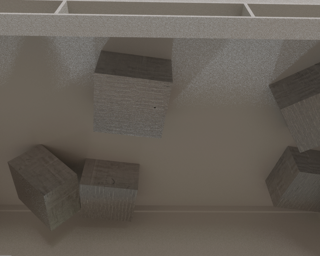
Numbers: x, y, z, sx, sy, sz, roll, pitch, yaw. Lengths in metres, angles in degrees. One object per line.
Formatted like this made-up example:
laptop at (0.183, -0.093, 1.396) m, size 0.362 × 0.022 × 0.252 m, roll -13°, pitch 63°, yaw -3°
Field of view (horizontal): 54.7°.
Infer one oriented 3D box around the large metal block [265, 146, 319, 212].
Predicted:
large metal block at (0.217, 0.078, 0.461) m, size 0.081 × 0.050 × 0.079 m, roll 9°, pitch 130°, yaw -8°

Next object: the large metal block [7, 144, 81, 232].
large metal block at (-0.160, 0.083, 0.436) m, size 0.080 × 0.050 × 0.079 m, roll 32°, pitch 136°, yaw 26°

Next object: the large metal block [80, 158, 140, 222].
large metal block at (-0.077, 0.096, 0.473) m, size 0.081 × 0.050 × 0.079 m, roll 7°, pitch 130°, yaw -6°

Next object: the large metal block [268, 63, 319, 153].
large metal block at (0.189, -0.026, 0.372) m, size 0.080 × 0.050 × 0.080 m, roll -25°, pitch 126°, yaw 19°

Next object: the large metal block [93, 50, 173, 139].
large metal block at (-0.032, -0.037, 0.360) m, size 0.081 × 0.050 × 0.079 m, roll 6°, pitch 130°, yaw -6°
